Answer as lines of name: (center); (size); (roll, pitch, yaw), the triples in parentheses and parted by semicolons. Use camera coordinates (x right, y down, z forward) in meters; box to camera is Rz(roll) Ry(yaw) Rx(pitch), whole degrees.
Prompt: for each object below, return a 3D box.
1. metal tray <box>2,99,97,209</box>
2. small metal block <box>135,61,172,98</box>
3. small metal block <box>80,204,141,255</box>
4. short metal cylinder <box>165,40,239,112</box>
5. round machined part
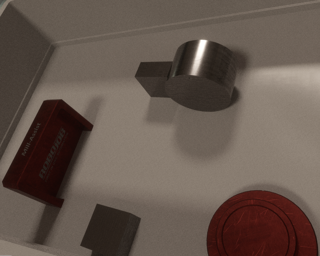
metal tray: (-0.146, 0.036, 0.432); (0.030, 0.090, 0.130); (1, 61, 31)
small metal block: (0.002, -0.066, 0.428); (0.050, 0.050, 0.025); (6, 65, 30)
small metal block: (-0.057, 0.121, 0.360); (0.050, 0.025, 0.050); (6, 65, 30)
short metal cylinder: (0.051, -0.062, 0.380); (0.080, 0.080, 0.050); (4, 64, 30)
round machined part: (0.090, 0.104, 0.284); (0.098, 0.042, 0.098); (-13, 56, 20)
